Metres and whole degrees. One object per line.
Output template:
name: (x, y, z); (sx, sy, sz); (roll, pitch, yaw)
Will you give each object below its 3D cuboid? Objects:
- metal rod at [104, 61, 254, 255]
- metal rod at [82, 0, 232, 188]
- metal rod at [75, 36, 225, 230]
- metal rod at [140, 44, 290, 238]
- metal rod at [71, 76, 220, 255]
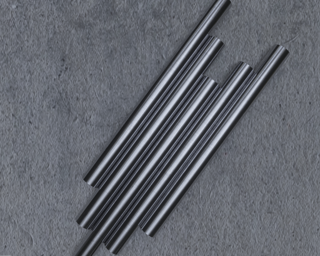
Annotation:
metal rod: (0.026, 0.039, 0.411); (0.025, 0.025, 0.299); (36, 90, -1)
metal rod: (-0.004, -0.049, 0.411); (0.025, 0.025, 0.299); (36, 90, -1)
metal rod: (-0.013, 0.006, 0.411); (0.025, 0.025, 0.299); (36, 90, -1)
metal rod: (0.073, 0.017, 0.412); (0.025, 0.025, 0.299); (36, 90, -1)
metal rod: (-0.020, 0.059, 0.411); (0.025, 0.025, 0.299); (36, 90, -1)
